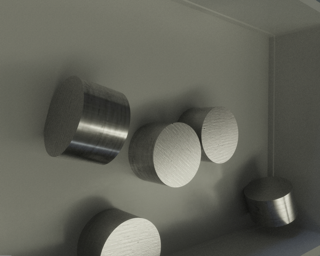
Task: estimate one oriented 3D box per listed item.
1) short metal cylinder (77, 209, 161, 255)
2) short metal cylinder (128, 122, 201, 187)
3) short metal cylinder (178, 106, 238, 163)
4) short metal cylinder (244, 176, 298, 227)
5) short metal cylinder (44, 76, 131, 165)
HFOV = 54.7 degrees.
[{"bbox_3d":[-0.046,0.138,0.354,0.081,0.050,0.079,0,90,-40],"label":"short metal cylinder"},{"bbox_3d":[0.007,0.033,0.398,0.081,0.050,0.079,0,90,-40],"label":"short metal cylinder"},{"bbox_3d":[0.069,0.009,0.451,0.081,0.050,0.079,0,90,-40],"label":"short metal cylinder"},{"bbox_3d":[0.191,0.126,0.535,0.081,0.080,0.050,-29,108,-37],"label":"short metal cylinder"},{"bbox_3d":[-0.074,-0.006,0.310,0.050,0.080,0.080,18,79,-39],"label":"short metal cylinder"}]
